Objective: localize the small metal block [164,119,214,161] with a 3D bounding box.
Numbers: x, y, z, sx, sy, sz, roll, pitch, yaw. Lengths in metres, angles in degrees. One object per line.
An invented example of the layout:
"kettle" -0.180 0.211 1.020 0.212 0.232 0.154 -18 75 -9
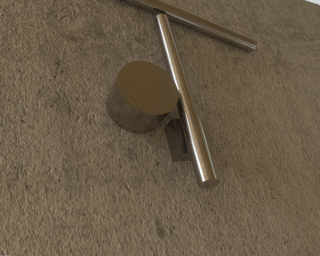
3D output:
"small metal block" 0.038 0.016 0.415 0.050 0.025 0.050 2 61 -27

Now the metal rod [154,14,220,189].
"metal rod" 0.028 -0.058 0.430 0.025 0.025 0.299 6 52 -25

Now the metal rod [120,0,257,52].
"metal rod" 0.041 -0.194 0.544 0.302 0.025 0.025 15 56 -20

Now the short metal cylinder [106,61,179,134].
"short metal cylinder" -0.023 -0.039 0.399 0.081 0.050 0.080 14 56 -21
